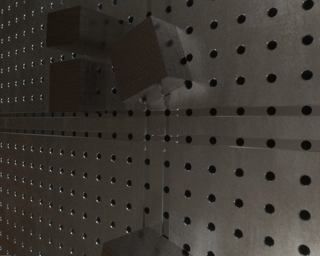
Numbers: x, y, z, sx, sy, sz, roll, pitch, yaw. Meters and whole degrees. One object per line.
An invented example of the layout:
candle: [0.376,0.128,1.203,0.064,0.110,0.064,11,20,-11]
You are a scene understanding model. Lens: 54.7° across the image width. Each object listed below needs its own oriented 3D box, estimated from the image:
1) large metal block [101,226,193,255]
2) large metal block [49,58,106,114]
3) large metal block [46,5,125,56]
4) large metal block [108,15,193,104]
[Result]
large metal block: [-0.018,0.174,0.387,0.080,0.081,0.050,20,103,38]
large metal block: [-0.134,-0.064,0.501,0.080,0.050,0.079,3,92,39]
large metal block: [-0.111,-0.140,0.462,0.080,0.081,0.050,8,95,39]
large metal block: [-0.014,-0.084,0.403,0.080,0.050,0.080,-24,75,37]
